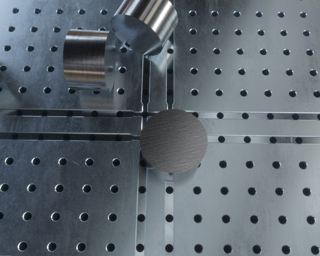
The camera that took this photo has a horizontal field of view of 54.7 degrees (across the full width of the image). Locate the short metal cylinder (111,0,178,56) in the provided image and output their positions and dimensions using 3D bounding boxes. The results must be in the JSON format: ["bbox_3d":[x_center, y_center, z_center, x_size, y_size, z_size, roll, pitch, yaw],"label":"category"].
[{"bbox_3d":[-0.022,-0.148,0.436,0.080,0.080,0.050,25,72,8],"label":"short metal cylinder"}]

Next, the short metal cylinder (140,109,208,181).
[{"bbox_3d":[0.016,0.022,0.390,0.081,0.050,0.080,0,70,0],"label":"short metal cylinder"}]

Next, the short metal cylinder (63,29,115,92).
[{"bbox_3d":[-0.091,-0.090,0.414,0.050,0.080,0.080,3,70,1],"label":"short metal cylinder"}]
